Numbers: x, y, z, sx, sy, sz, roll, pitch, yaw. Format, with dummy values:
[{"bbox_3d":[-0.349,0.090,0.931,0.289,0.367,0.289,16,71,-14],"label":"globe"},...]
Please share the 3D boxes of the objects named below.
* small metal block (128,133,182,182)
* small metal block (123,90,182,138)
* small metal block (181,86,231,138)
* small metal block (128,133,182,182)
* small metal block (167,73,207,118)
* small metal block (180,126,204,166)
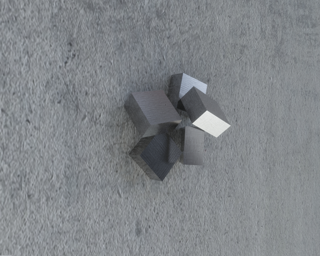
[{"bbox_3d":[-0.005,0.033,0.404,0.050,0.025,0.050,-53,121,-27],"label":"small metal block"},{"bbox_3d":[-0.009,-0.019,0.384,0.050,0.025,0.050,-10,59,-40],"label":"small metal block"},{"bbox_3d":[0.060,-0.021,0.408,0.050,0.025,0.050,27,30,-37],"label":"small metal block"},{"bbox_3d":[-0.005,0.033,0.404,0.050,0.025,0.050,-53,121,-27],"label":"small metal block"},{"bbox_3d":[0.037,-0.045,0.440,0.050,0.025,0.050,18,79,-39],"label":"small metal block"},{"bbox_3d":[0.043,0.024,0.426,0.025,0.050,0.050,4,87,-2],"label":"small metal block"}]
